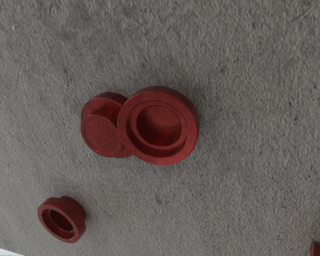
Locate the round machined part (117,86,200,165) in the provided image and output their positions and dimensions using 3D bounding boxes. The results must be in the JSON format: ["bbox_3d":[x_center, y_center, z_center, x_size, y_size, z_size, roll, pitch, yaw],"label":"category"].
[{"bbox_3d":[0.001,-0.006,0.384,0.098,0.042,0.097,6,117,12],"label":"round machined part"}]

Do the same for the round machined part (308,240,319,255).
[{"bbox_3d":[0.197,0.172,0.362,0.042,0.098,0.097,10,123,23],"label":"round machined part"}]

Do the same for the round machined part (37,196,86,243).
[{"bbox_3d":[-0.184,0.171,0.599,0.098,0.042,0.097,13,124,21],"label":"round machined part"}]

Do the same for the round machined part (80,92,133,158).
[{"bbox_3d":[-0.071,0.002,0.435,0.098,0.042,0.097,13,124,21],"label":"round machined part"}]
